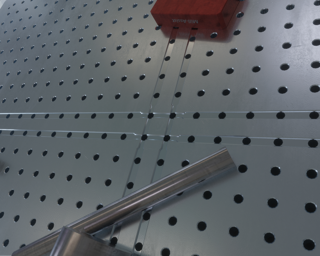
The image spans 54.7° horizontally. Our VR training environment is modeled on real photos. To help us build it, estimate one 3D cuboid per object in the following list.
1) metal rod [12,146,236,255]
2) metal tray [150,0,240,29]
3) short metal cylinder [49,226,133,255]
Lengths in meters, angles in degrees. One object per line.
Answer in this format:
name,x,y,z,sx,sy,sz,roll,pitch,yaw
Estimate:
metal rod,-0.051,0.101,0.373,0.301,0.025,0.025,-28,52,10
metal tray,0.059,-0.207,0.501,0.130,0.030,0.090,16,70,34
short metal cylinder,-0.075,0.142,0.325,0.080,0.080,0.050,9,66,32
